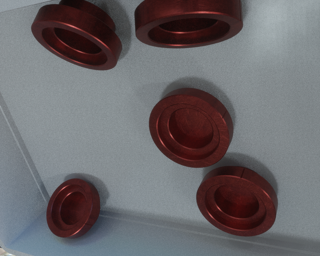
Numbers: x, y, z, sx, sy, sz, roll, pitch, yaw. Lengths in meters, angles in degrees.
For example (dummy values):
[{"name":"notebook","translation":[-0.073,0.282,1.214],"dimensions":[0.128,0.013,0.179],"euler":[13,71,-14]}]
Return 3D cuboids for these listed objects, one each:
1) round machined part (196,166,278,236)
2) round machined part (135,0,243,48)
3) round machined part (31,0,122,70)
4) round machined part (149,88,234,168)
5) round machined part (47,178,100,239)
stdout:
[{"name":"round machined part","translation":[0.100,0.088,0.399],"dimensions":[0.098,0.042,0.097],"euler":[13,124,20]},{"name":"round machined part","translation":[0.026,-0.109,0.288],"dimensions":[0.098,0.099,0.042],"euler":[-4,88,30]},{"name":"round machined part","translation":[-0.090,-0.109,0.355],"dimensions":[0.098,0.042,0.098],"euler":[16,165,5]},{"name":"round machined part","translation":[0.040,-0.004,0.373],"dimensions":[0.098,0.042,0.097],"euler":[13,124,20]},{"name":"round machined part","translation":[-0.143,0.140,0.534],"dimensions":[0.098,0.098,0.042],"euler":[-2,155,28]}]
